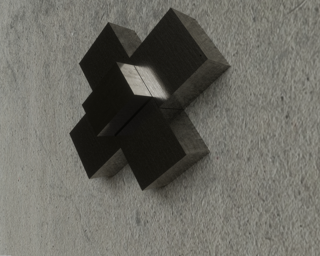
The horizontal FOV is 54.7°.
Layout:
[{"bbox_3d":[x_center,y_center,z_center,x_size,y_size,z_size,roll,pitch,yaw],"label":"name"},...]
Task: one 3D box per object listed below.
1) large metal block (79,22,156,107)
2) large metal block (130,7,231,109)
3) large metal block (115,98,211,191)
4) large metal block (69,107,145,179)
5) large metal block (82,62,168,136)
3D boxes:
[{"bbox_3d":[-0.059,-0.085,0.435,0.080,0.050,0.080,-44,64,31],"label":"large metal block"},{"bbox_3d":[0.022,-0.079,0.370,0.080,0.050,0.080,-44,64,31],"label":"large metal block"},{"bbox_3d":[0.001,0.020,0.386,0.080,0.050,0.080,-44,64,31],"label":"large metal block"},{"bbox_3d":[-0.077,0.017,0.451,0.080,0.050,0.080,-44,64,31],"label":"large metal block"},{"bbox_3d":[-0.039,-0.033,0.400,0.080,0.081,0.050,-44,64,31],"label":"large metal block"}]
